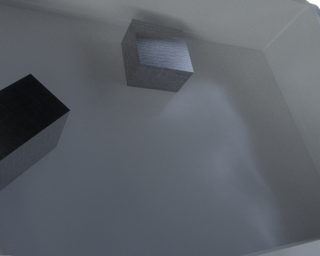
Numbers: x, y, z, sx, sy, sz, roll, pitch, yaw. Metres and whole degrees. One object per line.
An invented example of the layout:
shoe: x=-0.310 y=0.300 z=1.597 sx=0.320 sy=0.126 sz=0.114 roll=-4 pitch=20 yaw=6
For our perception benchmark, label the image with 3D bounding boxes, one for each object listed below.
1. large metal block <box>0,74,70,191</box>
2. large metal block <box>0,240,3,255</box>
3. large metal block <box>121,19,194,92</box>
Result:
large metal block: x=-0.139 y=0.008 z=0.291 sx=0.050 sy=0.080 sz=0.080 roll=43 pitch=51 yaw=1
large metal block: x=-0.155 y=0.083 z=0.236 sx=0.050 sy=0.080 sz=0.080 roll=-11 pitch=67 yaw=-33
large metal block: x=-0.006 y=-0.103 z=0.449 sx=0.081 sy=0.050 sz=0.080 roll=4 pitch=60 yaw=-26
